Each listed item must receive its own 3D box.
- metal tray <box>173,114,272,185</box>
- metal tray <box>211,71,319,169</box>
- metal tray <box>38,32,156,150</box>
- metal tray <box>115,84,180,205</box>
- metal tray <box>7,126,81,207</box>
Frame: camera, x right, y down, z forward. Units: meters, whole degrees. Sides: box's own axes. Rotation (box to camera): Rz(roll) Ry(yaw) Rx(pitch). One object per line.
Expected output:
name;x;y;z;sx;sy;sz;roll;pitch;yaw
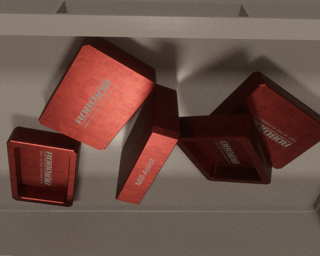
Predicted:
metal tray;0.084;0.031;0.394;0.090;0.030;0.130;-2;148;31
metal tray;0.142;-0.004;0.404;0.131;0.030;0.090;28;125;-22
metal tray;-0.076;-0.037;0.373;0.090;0.030;0.129;28;125;-22
metal tray;-0.018;0.021;0.384;0.030;0.090;0.129;17;128;-15
metal tray;-0.168;0.062;0.455;0.091;0.030;0.129;10;130;-9
